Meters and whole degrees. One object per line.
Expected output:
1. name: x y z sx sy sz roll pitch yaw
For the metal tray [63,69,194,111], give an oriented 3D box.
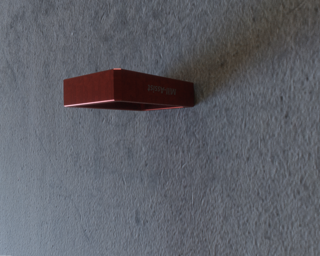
1. metal tray: -0.032 -0.039 0.361 0.090 0.131 0.030 -2 89 40
